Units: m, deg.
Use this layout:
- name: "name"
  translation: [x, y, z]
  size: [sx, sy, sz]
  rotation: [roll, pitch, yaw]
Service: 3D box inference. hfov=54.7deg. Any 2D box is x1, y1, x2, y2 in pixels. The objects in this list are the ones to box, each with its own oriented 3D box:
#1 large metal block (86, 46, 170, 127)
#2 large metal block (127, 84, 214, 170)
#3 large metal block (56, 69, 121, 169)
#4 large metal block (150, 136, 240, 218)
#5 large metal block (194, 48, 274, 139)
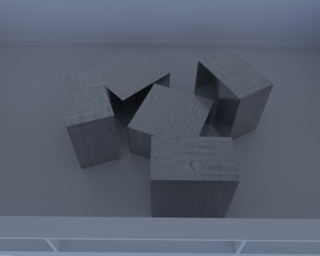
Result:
- name: "large metal block"
  translation: [-0.043, -0.061, 0.437]
  size: [0.080, 0.050, 0.080]
  rotation: [-35, 59, -26]
- name: "large metal block"
  translation: [0.015, -0.002, 0.389]
  size: [0.080, 0.050, 0.080]
  rotation: [18, 52, 14]
- name: "large metal block"
  translation: [-0.085, -0.011, 0.376]
  size: [0.050, 0.080, 0.080]
  rotation: [-15, 52, -12]
- name: "large metal block"
  translation: [0.031, 0.053, 0.324]
  size: [0.081, 0.080, 0.050]
  rotation: [1, 50, 0]
- name: "large metal block"
  translation: [0.090, -0.043, 0.404]
  size: [0.050, 0.080, 0.080]
  rotation: [-25, 55, -20]
